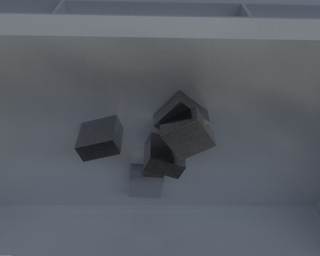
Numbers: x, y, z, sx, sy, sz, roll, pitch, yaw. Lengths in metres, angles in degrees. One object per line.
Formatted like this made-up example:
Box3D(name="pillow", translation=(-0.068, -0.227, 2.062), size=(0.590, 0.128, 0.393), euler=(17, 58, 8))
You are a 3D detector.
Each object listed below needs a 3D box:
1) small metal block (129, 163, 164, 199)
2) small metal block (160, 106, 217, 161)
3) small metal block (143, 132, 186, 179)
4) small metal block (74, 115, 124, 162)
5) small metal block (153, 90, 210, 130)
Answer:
Box3D(name="small metal block", translation=(-0.021, 0.082, 0.479), size=(0.050, 0.025, 0.050), euler=(4, 130, -4))
Box3D(name="small metal block", translation=(0.035, 0.008, 0.384), size=(0.050, 0.025, 0.050), euler=(-25, 126, 19))
Box3D(name="small metal block", translation=(0.006, 0.037, 0.425), size=(0.050, 0.050, 0.025), euler=(17, 128, -15))
Box3D(name="small metal block", translation=(-0.077, 0.013, 0.402), size=(0.050, 0.050, 0.025), euler=(-13, 129, 10))
Box3D(name="small metal block", translation=(0.027, -0.013, 0.399), size=(0.050, 0.025, 0.050), euler=(33, 123, -25))
